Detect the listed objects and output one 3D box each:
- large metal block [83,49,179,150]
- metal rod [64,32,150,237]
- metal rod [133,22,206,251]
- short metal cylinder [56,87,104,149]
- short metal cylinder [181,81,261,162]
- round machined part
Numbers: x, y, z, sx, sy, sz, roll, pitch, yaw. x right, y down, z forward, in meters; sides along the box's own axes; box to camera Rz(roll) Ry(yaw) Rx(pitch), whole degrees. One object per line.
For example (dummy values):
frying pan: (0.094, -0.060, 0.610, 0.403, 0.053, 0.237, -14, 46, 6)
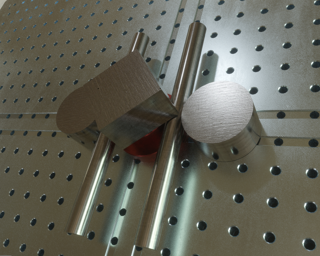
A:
large metal block: (-0.036, -0.035, 0.372, 0.080, 0.050, 0.080, -33, 51, 6)
metal rod: (-0.063, -0.009, 0.420, 0.025, 0.025, 0.300, 1, 62, 28)
metal rod: (0.019, -0.010, 0.377, 0.025, 0.025, 0.300, 0, 62, 28)
short metal cylinder: (-0.104, -0.016, 0.456, 0.080, 0.050, 0.080, -13, 56, 21)
short metal cylinder: (0.071, -0.008, 0.359, 0.080, 0.050, 0.080, -13, 56, 21)
round machined part: (-0.016, -0.007, 0.411, 0.098, 0.042, 0.098, -13, 56, 21)
